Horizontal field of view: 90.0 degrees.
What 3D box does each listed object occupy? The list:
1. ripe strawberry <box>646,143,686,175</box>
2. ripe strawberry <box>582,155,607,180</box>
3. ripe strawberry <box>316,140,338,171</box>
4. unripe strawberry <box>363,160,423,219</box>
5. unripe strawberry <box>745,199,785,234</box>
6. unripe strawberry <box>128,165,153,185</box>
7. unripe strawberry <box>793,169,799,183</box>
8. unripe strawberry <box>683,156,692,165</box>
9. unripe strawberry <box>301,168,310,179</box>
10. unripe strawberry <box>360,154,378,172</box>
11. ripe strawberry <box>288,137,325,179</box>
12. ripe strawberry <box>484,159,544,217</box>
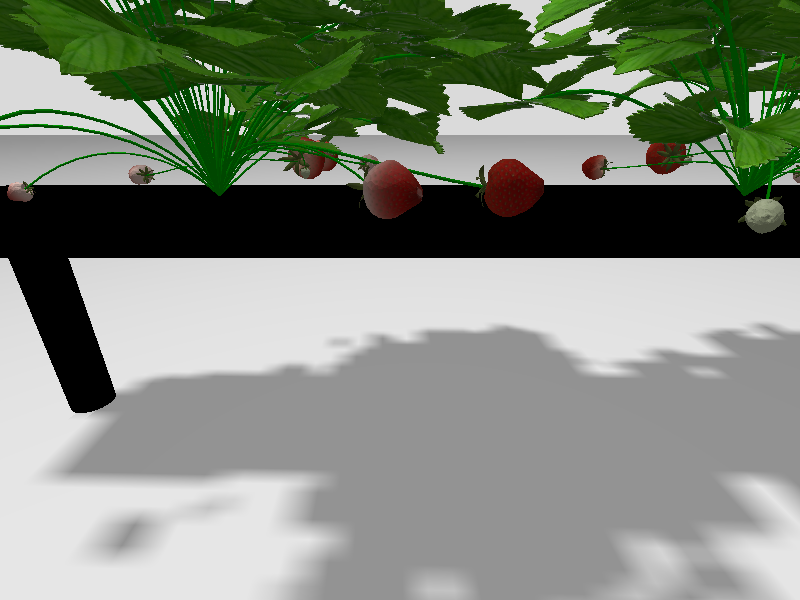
[{"bbox_3d":[0.327,-0.180,0.497,0.043,0.045,0.046,4,24,9],"label":"ripe strawberry"},{"bbox_3d":[0.210,-0.144,0.434,0.022,0.025,0.024,-18,29,-35],"label":"ripe strawberry"},{"bbox_3d":[-0.096,-0.179,0.495,0.043,0.037,0.043,8,24,17],"label":"ripe strawberry"},{"bbox_3d":[-0.003,-0.070,0.256,0.038,0.037,0.035,14,27,27],"label":"unripe strawberry"},{"bbox_3d":[0.200,-0.045,0.220,0.016,0.018,0.018,16,43,33],"label":"unripe strawberry"},{"bbox_3d":[-0.257,-0.124,0.396,0.022,0.019,0.022,13,27,29],"label":"unripe strawberry"},{"bbox_3d":[0.408,-0.127,0.401,0.019,0.020,0.018,8,16,-36],"label":"unripe strawberry"},{"bbox_3d":[0.364,-0.177,0.508,0.011,0.012,0.013,8,25,18],"label":"unripe strawberry"},{"bbox_3d":[-0.101,-0.136,0.429,0.010,0.011,0.011,13,27,26],"label":"unripe strawberry"},{"bbox_3d":[-0.037,-0.167,0.491,0.024,0.021,0.022,16,28,32],"label":"unripe strawberry"},{"bbox_3d":[-0.102,-0.160,0.452,0.042,0.044,0.046,9,25,20],"label":"ripe strawberry"},{"bbox_3d":[0.076,-0.075,0.268,0.038,0.037,0.035,8,25,16],"label":"ripe strawberry"}]
